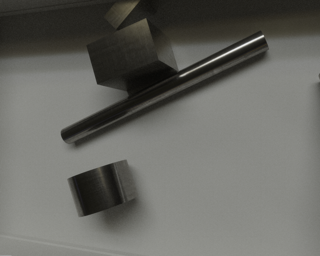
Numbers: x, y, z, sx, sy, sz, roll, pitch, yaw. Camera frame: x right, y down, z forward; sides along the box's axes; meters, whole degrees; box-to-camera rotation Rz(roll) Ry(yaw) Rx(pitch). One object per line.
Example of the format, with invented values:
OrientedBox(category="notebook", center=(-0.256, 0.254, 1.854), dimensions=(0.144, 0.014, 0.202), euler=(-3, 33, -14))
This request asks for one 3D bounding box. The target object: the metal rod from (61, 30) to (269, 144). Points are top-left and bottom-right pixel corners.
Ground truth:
OrientedBox(category="metal rod", center=(-0.007, -0.046, 0.412), dimensions=(0.300, 0.025, 0.025), euler=(-24, 82, 18))

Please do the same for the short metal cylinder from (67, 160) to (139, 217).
OrientedBox(category="short metal cylinder", center=(-0.074, 0.078, 0.406), dimensions=(0.080, 0.080, 0.050), euler=(-21, 83, 18))

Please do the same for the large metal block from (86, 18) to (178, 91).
OrientedBox(category="large metal block", center=(-0.031, -0.087, 0.391), dimensions=(0.080, 0.080, 0.050), euler=(-18, 84, 19))

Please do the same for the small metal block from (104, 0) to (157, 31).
OrientedBox(category="small metal block", center=(-0.038, -0.150, 0.410), dimensions=(0.050, 0.050, 0.025), euler=(-46, 76, 14))
